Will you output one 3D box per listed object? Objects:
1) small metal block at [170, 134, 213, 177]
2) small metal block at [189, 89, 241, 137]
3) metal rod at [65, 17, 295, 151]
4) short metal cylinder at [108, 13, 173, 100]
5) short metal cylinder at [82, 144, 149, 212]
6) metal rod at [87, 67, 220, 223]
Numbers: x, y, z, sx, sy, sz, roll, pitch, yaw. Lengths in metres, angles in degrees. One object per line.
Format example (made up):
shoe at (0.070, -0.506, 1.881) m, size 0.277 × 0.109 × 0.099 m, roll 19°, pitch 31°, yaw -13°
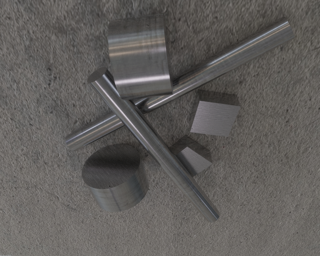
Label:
small metal block at (0.038, 0.043, 0.445) m, size 0.050 × 0.025 × 0.050 m, roll 34°, pitch 122°, yaw -26°
small metal block at (0.067, -0.018, 0.392) m, size 0.050 × 0.025 × 0.050 m, roll 7°, pitch 130°, yaw -7°
metal rod at (0.007, -0.042, 0.371) m, size 0.300 × 0.025 × 0.025 m, roll -26°, pitch 126°, yaw 20°
short metal cylinder at (-0.016, -0.070, 0.311) m, size 0.050 × 0.080 × 0.080 m, roll -6°, pitch 130°, yaw 5°
short metal cylinder at (-0.060, 0.068, 0.428) m, size 0.080 × 0.080 × 0.050 m, roll -9°, pitch 130°, yaw 7°
metal rod at (0.009, 0.042, 0.409) m, size 0.025 × 0.025 × 0.300 m, roll -24°, pitch 127°, yaw 19°
